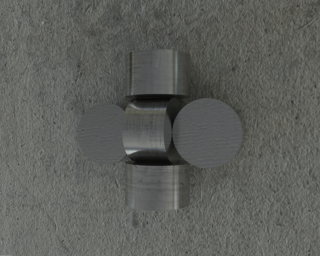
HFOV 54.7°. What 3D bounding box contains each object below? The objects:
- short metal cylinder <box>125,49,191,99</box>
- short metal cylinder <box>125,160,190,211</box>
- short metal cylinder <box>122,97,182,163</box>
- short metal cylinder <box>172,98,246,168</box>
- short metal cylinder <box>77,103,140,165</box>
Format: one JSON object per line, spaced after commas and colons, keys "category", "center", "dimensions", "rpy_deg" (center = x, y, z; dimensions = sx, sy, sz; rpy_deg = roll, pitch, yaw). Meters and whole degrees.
{"category": "short metal cylinder", "center": [-0.002, -0.063, 0.382], "dimensions": [0.080, 0.080, 0.050], "rpy_deg": [0, 90, 20]}
{"category": "short metal cylinder", "center": [-0.003, 0.067, 0.383], "dimensions": [0.080, 0.080, 0.050], "rpy_deg": [0, 90, 20]}
{"category": "short metal cylinder", "center": [-0.006, 0.002, 0.383], "dimensions": [0.050, 0.080, 0.080], "rpy_deg": [1, 90, 20]}
{"category": "short metal cylinder", "center": [0.061, 0.006, 0.375], "dimensions": [0.080, 0.050, 0.080], "rpy_deg": [0, 90, 20]}
{"category": "short metal cylinder", "center": [-0.063, 0.007, 0.419], "dimensions": [0.080, 0.050, 0.080], "rpy_deg": [0, 90, 19]}
